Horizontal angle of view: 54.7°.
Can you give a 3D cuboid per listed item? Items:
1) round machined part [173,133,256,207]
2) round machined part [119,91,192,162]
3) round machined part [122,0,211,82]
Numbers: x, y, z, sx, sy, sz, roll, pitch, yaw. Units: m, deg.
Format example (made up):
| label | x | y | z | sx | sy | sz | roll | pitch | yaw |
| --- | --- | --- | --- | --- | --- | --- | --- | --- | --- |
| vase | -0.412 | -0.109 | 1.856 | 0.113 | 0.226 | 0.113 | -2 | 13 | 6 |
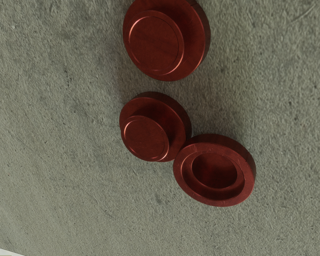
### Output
| label | x | y | z | sx | sy | sz | roll | pitch | yaw |
| --- | --- | --- | --- | --- | --- | --- | --- | --- | --- |
| round machined part | 0.069 | 0.048 | 0.386 | 0.098 | 0.042 | 0.097 | 11 | 125 | 17 |
| round machined part | -0.012 | 0.005 | 0.405 | 0.098 | 0.042 | 0.097 | 13 | 124 | 21 |
| round machined part | 0.002 | -0.096 | 0.336 | 0.098 | 0.042 | 0.097 | 13 | 124 | 21 |
